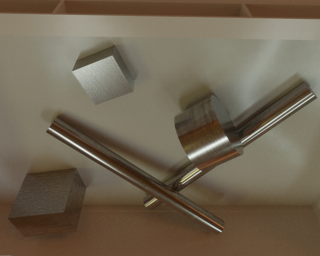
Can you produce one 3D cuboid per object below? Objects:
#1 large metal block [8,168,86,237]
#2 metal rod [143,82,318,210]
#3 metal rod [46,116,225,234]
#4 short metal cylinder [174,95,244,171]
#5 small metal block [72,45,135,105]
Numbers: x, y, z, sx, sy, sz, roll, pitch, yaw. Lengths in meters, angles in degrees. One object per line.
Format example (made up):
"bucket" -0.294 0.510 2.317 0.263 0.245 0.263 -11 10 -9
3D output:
"large metal block" -0.164 0.111 0.465 0.080 0.080 0.050 -7 130 6
"metal rod" 0.082 0.040 0.444 0.025 0.025 0.299 34 122 -26
"metal rod" -0.024 0.077 0.449 0.301 0.025 0.025 35 122 -18
"short metal cylinder" 0.061 0.007 0.380 0.050 0.080 0.080 -28 125 21
"small metal block" -0.064 -0.060 0.357 0.050 0.025 0.050 -18 128 14
